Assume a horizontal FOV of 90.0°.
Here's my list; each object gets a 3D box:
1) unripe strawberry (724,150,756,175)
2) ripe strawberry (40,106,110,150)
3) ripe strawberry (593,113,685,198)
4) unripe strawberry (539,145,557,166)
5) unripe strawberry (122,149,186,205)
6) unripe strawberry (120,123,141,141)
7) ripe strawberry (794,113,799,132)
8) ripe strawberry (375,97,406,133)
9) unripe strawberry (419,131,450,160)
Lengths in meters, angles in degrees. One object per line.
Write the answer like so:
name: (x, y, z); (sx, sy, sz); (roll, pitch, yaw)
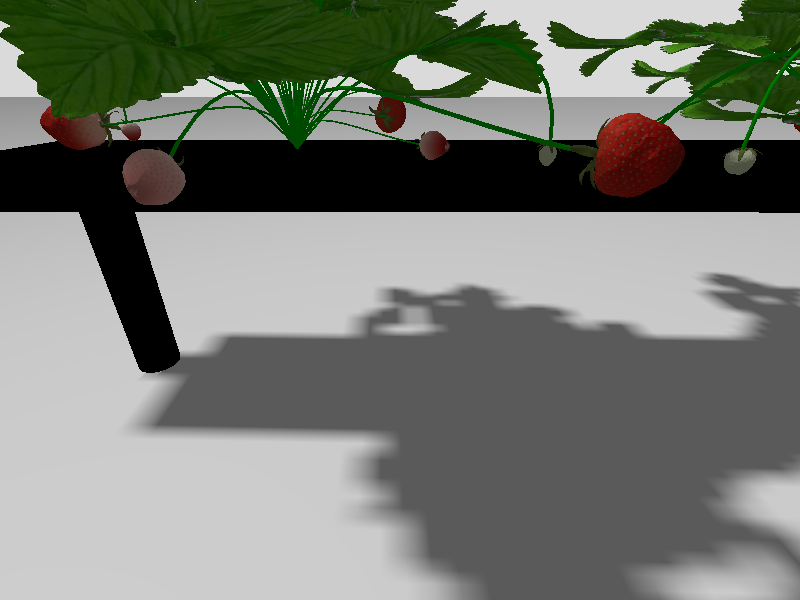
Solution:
unripe strawberry: (0.197, -0.080, 0.232); (0.013, 0.014, 0.015); (-17, 33, -28)
ripe strawberry: (-0.252, -0.137, 0.310); (0.043, 0.037, 0.043); (-2, 28, -3)
ripe strawberry: (0.104, -0.062, 0.176); (0.034, 0.036, 0.031); (23, 36, 35)
unripe strawberry: (0.082, -0.081, 0.223); (0.010, 0.011, 0.011); (18, 33, 30)
unripe strawberry: (-0.105, -0.051, 0.170); (0.022, 0.024, 0.024); (3, 42, 6)
unripe strawberry: (-0.248, -0.155, 0.370); (0.016, 0.016, 0.015); (8, 29, 15)
ripe strawberry: (0.433, -0.190, 0.419); (0.031, 0.033, 0.034); (16, 32, 28)
ripe strawberry: (-0.008, -0.199, 0.427); (0.033, 0.038, 0.036); (17, 32, 28)
unripe strawberry: (0.024, -0.104, 0.271); (0.019, 0.019, 0.021); (16, 32, 25)
